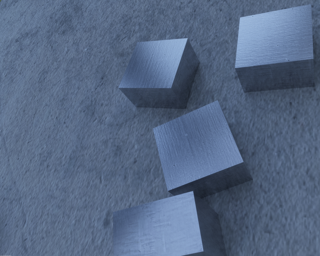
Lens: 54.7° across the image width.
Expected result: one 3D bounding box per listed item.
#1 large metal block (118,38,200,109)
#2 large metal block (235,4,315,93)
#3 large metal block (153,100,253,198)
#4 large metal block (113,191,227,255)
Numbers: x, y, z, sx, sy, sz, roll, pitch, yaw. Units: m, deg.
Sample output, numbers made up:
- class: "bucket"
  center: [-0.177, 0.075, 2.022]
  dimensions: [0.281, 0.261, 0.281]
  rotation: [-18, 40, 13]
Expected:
- class: "large metal block"
  center: [0.001, -0.075, 0.432]
  dimensions: [0.080, 0.050, 0.080]
  rotation: [4, 64, 30]
- class: "large metal block"
  center: [0.139, -0.093, 0.372]
  dimensions: [0.080, 0.050, 0.080]
  rotation: [-2, 61, 26]
- class: "large metal block"
  center: [0.046, 0.028, 0.346]
  dimensions: [0.080, 0.050, 0.080]
  rotation: [-24, 53, 13]
- class: "large metal block"
  center: [0.011, 0.106, 0.297]
  dimensions: [0.080, 0.080, 0.050]
  rotation: [-19, 55, 17]
